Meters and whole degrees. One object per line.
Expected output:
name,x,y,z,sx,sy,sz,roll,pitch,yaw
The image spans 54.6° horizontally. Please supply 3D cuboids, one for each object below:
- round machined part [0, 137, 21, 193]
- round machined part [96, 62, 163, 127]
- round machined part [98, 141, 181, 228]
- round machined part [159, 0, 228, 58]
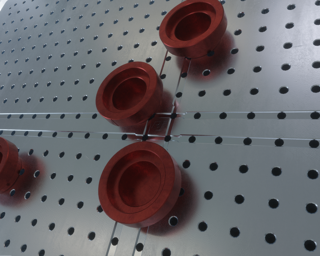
round machined part,-0.265,0.066,0.498,0.098,0.042,0.098,-13,56,21
round machined part,-0.040,-0.044,0.446,0.098,0.042,0.098,-13,56,21
round machined part,-0.020,0.068,0.367,0.098,0.042,0.098,-13,56,21
round machined part,0.052,-0.143,0.459,0.098,0.042,0.098,-13,56,21
